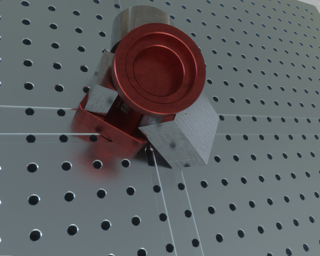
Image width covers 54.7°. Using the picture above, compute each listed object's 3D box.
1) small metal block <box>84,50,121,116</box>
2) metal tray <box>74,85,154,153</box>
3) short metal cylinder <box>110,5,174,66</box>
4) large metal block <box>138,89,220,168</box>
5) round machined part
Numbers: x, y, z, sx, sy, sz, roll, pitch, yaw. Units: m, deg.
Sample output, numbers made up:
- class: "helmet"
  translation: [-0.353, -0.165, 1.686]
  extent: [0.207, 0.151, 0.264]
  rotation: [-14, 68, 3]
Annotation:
- class: "small metal block"
  translation: [-0.062, -0.050, 0.350]
  extent: [0.025, 0.050, 0.050]
  rotation: [18, 55, -19]
- class: "metal tray"
  translation: [-0.041, -0.042, 0.410]
  extent: [0.090, 0.030, 0.130]
  rotation: [30, 52, -9]
- class: "short metal cylinder"
  translation: [-0.021, -0.103, 0.387]
  extent: [0.081, 0.080, 0.050]
  rotation: [13, 57, -22]
- class: "large metal block"
  translation: [0.028, -0.007, 0.390]
  extent: [0.080, 0.050, 0.080]
  rotation: [52, 44, -32]
- class: "round machined part"
  translation: [-0.004, -0.059, 0.337]
  extent: [0.099, 0.042, 0.097]
  rotation: [3, 81, -17]
